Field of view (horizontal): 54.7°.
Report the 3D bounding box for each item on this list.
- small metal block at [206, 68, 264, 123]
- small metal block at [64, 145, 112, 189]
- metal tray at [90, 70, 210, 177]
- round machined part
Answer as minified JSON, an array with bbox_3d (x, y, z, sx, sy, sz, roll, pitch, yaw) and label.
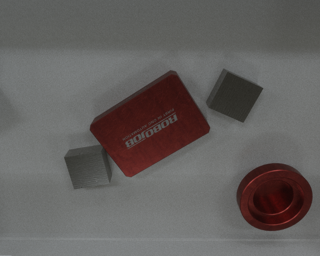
[{"bbox_3d":[0.094,-0.042,0.397,0.050,0.025,0.050,23,108,-9],"label":"small metal block"},{"bbox_3d":[-0.098,0.054,0.430,0.050,0.025,0.050,-10,110,3],"label":"small metal block"},{"bbox_3d":[-0.013,-0.004,0.407,0.130,0.030,0.090,-31,108,10],"label":"metal tray"},{"bbox_3d":[0.158,0.093,0.439,0.099,0.042,0.097,0,110,-1],"label":"round machined part"}]
